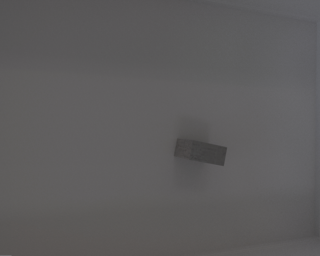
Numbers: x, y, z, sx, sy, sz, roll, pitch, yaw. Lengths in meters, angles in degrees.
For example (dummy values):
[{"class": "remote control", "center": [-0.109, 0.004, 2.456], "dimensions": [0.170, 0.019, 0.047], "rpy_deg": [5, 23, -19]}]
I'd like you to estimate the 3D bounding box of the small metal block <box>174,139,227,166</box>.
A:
[{"class": "small metal block", "center": [0.053, 0.032, 0.417], "dimensions": [0.050, 0.050, 0.025], "rpy_deg": [12, 86, -20]}]
